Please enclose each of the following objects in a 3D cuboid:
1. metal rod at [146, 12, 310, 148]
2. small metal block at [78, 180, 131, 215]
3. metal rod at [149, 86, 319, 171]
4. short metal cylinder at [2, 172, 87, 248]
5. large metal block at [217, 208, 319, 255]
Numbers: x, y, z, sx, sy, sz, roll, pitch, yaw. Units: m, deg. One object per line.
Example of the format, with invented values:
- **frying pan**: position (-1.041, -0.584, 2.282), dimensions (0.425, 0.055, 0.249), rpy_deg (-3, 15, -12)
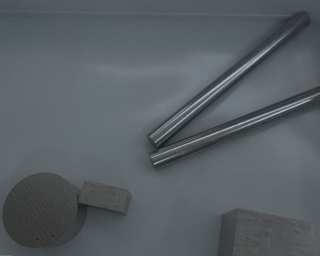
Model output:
- **metal rod**: position (0.104, -0.073, 0.437), dimensions (0.301, 0.025, 0.025), rpy_deg (-39, 75, -13)
- **small metal block**: position (-0.063, 0.083, 0.365), dimensions (0.050, 0.050, 0.025), rpy_deg (11, 71, 4)
- **metal rod**: position (0.130, -0.011, 0.415), dimensions (0.302, 0.025, 0.025), rpy_deg (-21, 72, -8)
- **short metal cylinder**: position (-0.130, 0.096, 0.360), dimensions (0.081, 0.050, 0.080), rpy_deg (0, 70, 0)
- **large metal block**: position (0.113, 0.124, 0.337), dimensions (0.080, 0.080, 0.050), rpy_deg (11, 71, 3)
